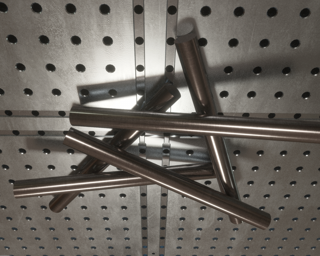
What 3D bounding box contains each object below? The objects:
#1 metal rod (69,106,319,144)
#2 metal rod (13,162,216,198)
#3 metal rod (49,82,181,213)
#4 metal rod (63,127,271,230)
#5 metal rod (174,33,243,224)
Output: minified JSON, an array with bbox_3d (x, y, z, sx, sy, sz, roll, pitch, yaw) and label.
[{"bbox_3d":[0.042,-0.004,0.362,0.302,0.025,0.025,4,131,8],"label":"metal rod"},{"bbox_3d":[-0.049,0.073,0.447,0.302,0.025,0.025,-4,131,-7],"label":"metal rod"},{"bbox_3d":[-0.079,0.043,0.446,0.025,0.025,0.299,32,123,-25],"label":"metal rod"},{"bbox_3d":[0.016,0.072,0.421,0.301,0.025,0.025,25,126,-9],"label":"metal rod"},{"bbox_3d":[0.074,0.022,0.408,0.025,0.025,0.299,-15,122,11],"label":"metal rod"}]
